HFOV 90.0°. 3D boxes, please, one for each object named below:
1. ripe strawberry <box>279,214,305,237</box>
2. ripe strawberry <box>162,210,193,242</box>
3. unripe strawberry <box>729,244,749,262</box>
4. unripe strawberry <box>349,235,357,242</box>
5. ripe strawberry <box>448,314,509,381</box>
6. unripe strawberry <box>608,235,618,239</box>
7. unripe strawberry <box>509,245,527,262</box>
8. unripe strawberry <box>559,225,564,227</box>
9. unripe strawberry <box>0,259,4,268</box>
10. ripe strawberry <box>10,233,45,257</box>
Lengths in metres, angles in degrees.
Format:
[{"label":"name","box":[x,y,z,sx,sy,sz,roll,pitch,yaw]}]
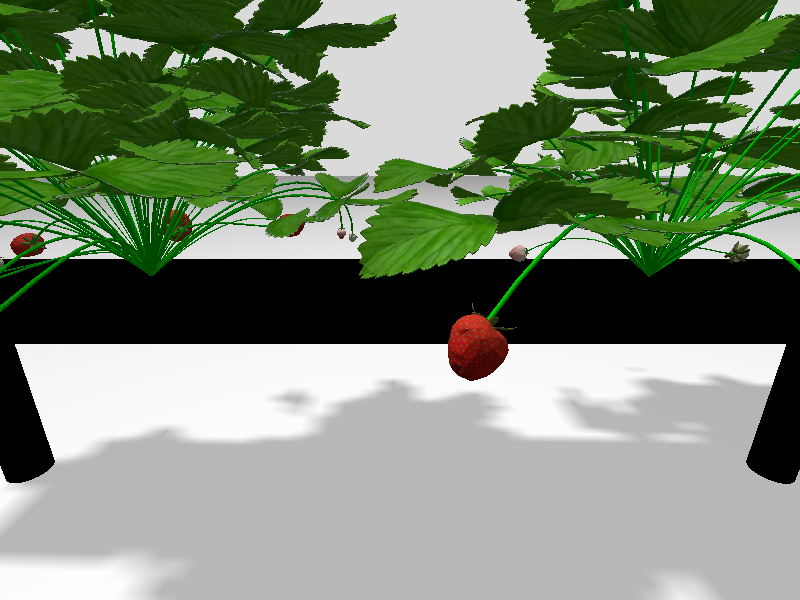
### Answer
[{"label":"ripe strawberry","box":[-0.148,-0.103,0.550,0.035,0.031,0.032,7,20,20]},{"label":"ripe strawberry","box":[-0.288,-0.097,0.518,0.036,0.041,0.039,-7,20,-19]},{"label":"unripe strawberry","box":[0.349,-0.048,0.410,0.017,0.018,0.016,-8,20,-22]},{"label":"unripe strawberry","box":[-0.058,-0.076,0.493,0.010,0.010,0.009,-15,24,-38]},{"label":"ripe strawberry","box":[0.034,0.023,0.187,0.027,0.029,0.030,19,-20,43]},{"label":"unripe strawberry","box":[0.286,-0.100,0.532,0.033,0.038,0.036,6,19,17]},{"label":"unripe strawberry","box":[0.122,-0.048,0.415,0.017,0.017,0.016,-4,14,32]},{"label":"unripe strawberry","box":[0.242,-0.114,0.599,0.009,0.010,0.010,1,19,4]},{"label":"unripe strawberry","box":[-0.368,-0.033,0.365,0.010,0.011,0.011,1,19,2]},{"label":"ripe strawberry","box":[-0.401,-0.059,0.431,0.029,0.024,0.029,-1,17,25]}]
